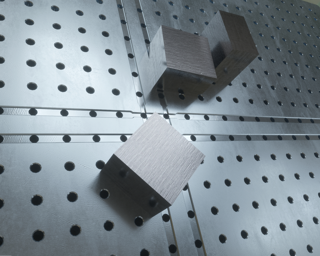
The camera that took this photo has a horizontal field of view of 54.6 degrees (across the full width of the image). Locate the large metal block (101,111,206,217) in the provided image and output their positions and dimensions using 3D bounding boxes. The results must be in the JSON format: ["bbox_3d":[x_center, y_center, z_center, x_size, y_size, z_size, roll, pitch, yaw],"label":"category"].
[{"bbox_3d":[-0.007,0.041,0.363,0.080,0.050,0.080,42,51,0],"label":"large metal block"}]

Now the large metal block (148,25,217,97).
[{"bbox_3d":[0.032,-0.100,0.469,0.081,0.050,0.080,8,58,-24],"label":"large metal block"}]

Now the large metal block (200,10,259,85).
[{"bbox_3d":[0.104,-0.129,0.507,0.050,0.080,0.080,3,60,-27],"label":"large metal block"}]
